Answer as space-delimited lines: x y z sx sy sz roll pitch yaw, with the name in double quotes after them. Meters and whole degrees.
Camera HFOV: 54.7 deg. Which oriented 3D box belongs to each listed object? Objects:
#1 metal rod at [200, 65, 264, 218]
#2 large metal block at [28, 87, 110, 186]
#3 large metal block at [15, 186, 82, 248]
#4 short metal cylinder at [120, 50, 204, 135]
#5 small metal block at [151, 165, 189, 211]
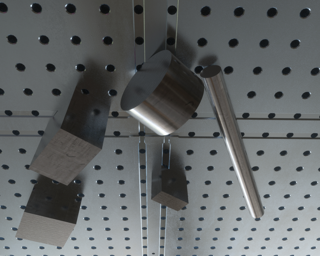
0.113 0.040 0.447 0.025 0.025 0.299 -17 129 13 "metal rod"
-0.109 0.010 0.382 0.050 0.080 0.080 31 123 -24 "large metal block"
-0.187 0.151 0.521 0.080 0.050 0.079 20 127 -17 "large metal block"
0.002 -0.039 0.343 0.050 0.080 0.080 37 121 -27 "short metal cylinder"
0.015 0.092 0.474 0.050 0.050 0.025 30 124 -23 "small metal block"
